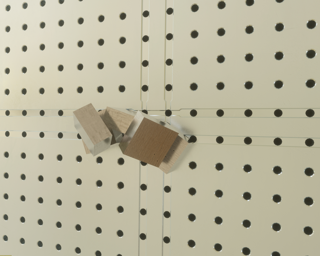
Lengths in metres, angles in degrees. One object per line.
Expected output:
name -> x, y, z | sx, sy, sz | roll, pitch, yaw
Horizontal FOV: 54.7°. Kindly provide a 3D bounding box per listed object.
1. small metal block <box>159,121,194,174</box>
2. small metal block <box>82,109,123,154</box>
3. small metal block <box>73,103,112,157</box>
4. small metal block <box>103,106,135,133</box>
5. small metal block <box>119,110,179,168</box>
small metal block -> 0.007, 0.024, 0.409 | 0.050, 0.025, 0.050 | 37, 102, 16
small metal block -> -0.085, 0.005, 0.441 | 0.050, 0.025, 0.050 | -20, 83, 18
small metal block -> -0.087, 0.003, 0.399 | 0.025, 0.050, 0.050 | -30, 78, -22
small metal block -> -0.041, -0.008, 0.413 | 0.050, 0.050, 0.025 | 20, 97, 18
small metal block -> -0.014, 0.014, 0.375 | 0.050, 0.025, 0.050 | 25, 101, -27
